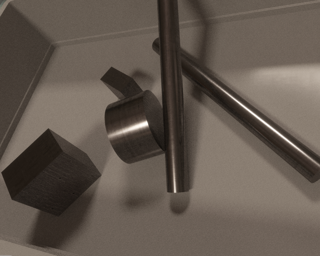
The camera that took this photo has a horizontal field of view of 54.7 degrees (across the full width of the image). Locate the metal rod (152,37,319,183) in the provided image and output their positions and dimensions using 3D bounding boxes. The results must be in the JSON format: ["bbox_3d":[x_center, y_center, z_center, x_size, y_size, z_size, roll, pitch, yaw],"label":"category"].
[{"bbox_3d":[0.076,-0.043,0.391,0.025,0.025,0.300,-41,51,0],"label":"metal rod"}]

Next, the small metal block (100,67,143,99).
[{"bbox_3d":[-0.051,-0.057,0.450,0.050,0.050,0.025,33,80,38],"label":"small metal block"}]

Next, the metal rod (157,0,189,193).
[{"bbox_3d":[0.013,-0.076,0.369,0.025,0.025,0.298,-6,83,25],"label":"metal rod"}]

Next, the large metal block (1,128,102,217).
[{"bbox_3d":[-0.139,0.060,0.405,0.080,0.080,0.050,-44,51,-3],"label":"large metal block"}]

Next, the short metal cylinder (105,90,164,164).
[{"bbox_3d":[-0.025,-0.001,0.383,0.050,0.080,0.080,-19,55,17],"label":"short metal cylinder"}]
